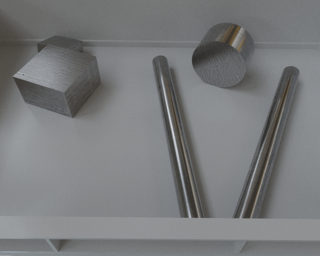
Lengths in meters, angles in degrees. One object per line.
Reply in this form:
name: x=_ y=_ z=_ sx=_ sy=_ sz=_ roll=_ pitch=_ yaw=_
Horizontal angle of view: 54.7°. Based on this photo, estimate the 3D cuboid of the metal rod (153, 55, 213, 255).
metal rod: x=0.020 y=0.008 z=0.398 sx=0.025 sy=0.025 sz=0.300 roll=-6 pitch=50 yaw=-5

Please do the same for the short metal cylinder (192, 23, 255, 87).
short metal cylinder: x=0.094 y=-0.107 z=0.461 sx=0.080 sy=0.080 sz=0.050 roll=20 pitch=53 yaw=15

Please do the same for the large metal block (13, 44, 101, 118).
large metal block: x=-0.143 y=-0.069 z=0.445 sx=0.080 sy=0.050 sz=0.080 roll=18 pitch=52 yaw=14

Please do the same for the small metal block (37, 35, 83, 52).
small metal block: x=-0.160 y=-0.127 z=0.500 sx=0.050 sy=0.025 sz=0.050 roll=14 pitch=33 yaw=11

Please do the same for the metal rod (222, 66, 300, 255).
metal rod: x=0.138 y=0.018 z=0.391 sx=0.025 sy=0.025 sz=0.301 roll=20 pitch=53 yaw=16
